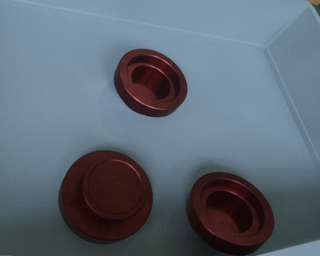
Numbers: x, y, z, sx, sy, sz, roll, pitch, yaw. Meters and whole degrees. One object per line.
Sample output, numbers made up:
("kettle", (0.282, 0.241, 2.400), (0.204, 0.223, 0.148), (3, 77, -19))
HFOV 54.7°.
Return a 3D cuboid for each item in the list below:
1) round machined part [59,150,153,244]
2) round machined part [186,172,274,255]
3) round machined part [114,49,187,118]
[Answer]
("round machined part", (-0.052, 0.067, 0.325), (0.099, 0.042, 0.098), (14, 56, -21))
("round machined part", (0.077, 0.102, 0.361), (0.099, 0.042, 0.098), (11, 40, -9))
("round machined part", (-0.016, -0.056, 0.420), (0.099, 0.042, 0.098), (14, 56, -21))
